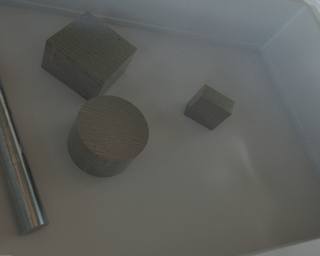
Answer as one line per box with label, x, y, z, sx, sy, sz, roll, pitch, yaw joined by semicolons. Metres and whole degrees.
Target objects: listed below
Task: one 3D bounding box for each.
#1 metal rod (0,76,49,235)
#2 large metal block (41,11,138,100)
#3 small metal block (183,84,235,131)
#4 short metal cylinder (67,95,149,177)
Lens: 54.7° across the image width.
metal rod;-0.178;-0.035;0.331;0.025;0.025;0.299;-14;69;-34
large metal block;-0.089;-0.090;0.398;0.080;0.050;0.080;37;51;-4
small metal block;0.070;-0.029;0.447;0.050;0.050;0.025;29;52;-10
short metal cylinder;-0.060;0.010;0.353;0.081;0.050;0.080;14;56;-21
